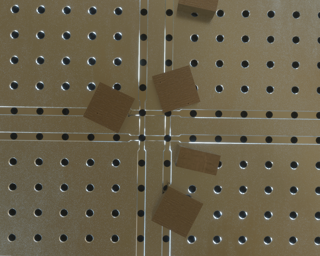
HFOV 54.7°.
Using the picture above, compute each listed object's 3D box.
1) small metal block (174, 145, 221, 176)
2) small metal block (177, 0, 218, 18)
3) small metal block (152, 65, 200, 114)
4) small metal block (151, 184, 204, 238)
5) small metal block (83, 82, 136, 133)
[{"bbox_3d":[0.047,0.040,0.402,0.050,0.050,0.025,13,90,-1],"label":"small metal block"},{"bbox_3d":[0.053,-0.181,0.414,0.050,0.025,0.050,12,90,-1],"label":"small metal block"},{"bbox_3d":[0.021,-0.051,0.414,0.050,0.025,0.050,-17,90,-1],"label":"small metal block"},{"bbox_3d":[0.023,0.109,0.414,0.050,0.025,0.050,27,90,-1],"label":"small metal block"},{"bbox_3d":[-0.066,-0.026,0.413,0.050,0.025,0.050,26,90,-1],"label":"small metal block"}]
